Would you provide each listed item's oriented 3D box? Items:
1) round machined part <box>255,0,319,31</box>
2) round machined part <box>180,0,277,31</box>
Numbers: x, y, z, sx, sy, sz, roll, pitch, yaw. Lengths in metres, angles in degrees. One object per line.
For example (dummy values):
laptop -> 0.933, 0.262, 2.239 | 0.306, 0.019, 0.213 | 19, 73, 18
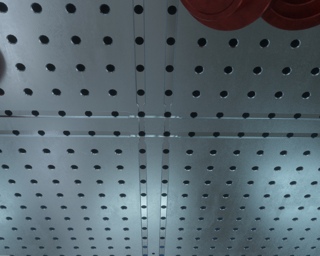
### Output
round machined part -> 0.127, -0.143, 0.281 | 0.099, 0.042, 0.097 | -1, 130, 0
round machined part -> 0.050, -0.129, 0.258 | 0.098, 0.042, 0.097 | 26, 136, 28
